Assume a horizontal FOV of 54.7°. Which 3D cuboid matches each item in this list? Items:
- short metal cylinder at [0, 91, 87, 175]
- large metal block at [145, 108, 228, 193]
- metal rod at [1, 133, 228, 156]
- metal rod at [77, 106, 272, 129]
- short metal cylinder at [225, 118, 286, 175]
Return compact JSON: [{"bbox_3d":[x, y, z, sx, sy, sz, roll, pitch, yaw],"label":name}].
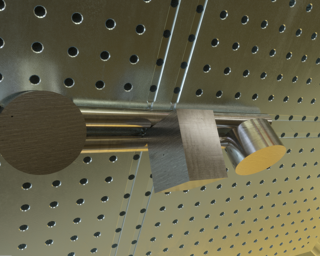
[{"bbox_3d":[-0.121,0.002,0.312,0.081,0.050,0.079,-4,97,-28],"label":"short metal cylinder"},{"bbox_3d":[0.028,0.030,0.370,0.050,0.080,0.080,1,160,-29],"label":"large metal block"},{"bbox_3d":[-0.036,0.018,0.402,0.303,0.025,0.025,0,118,-29],"label":"metal rod"},{"bbox_3d":[0.037,-0.012,0.423,0.303,0.025,0.025,1,118,-29],"label":"metal rod"},{"bbox_3d":[0.142,0.030,0.474,0.081,0.050,0.080,-14,145,-10],"label":"short metal cylinder"}]
